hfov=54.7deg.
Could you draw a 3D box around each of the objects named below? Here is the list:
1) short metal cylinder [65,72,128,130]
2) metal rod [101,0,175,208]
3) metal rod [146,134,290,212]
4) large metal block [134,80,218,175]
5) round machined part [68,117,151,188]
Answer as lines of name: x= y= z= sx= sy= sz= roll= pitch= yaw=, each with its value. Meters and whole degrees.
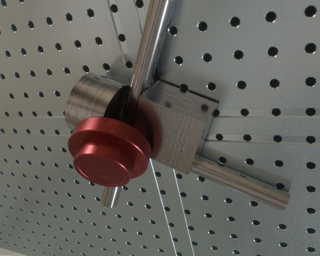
short metal cylinder: x=-0.075 y=-0.025 z=0.397 sx=0.050 sy=0.080 sz=0.079 roll=23 pitch=127 yaw=14
metal rod: x=-0.036 y=-0.013 z=0.396 sx=0.025 sy=0.025 sz=0.298 roll=25 pitch=120 yaw=12
metal rod: x=0.022 y=0.037 z=0.421 sx=0.301 sy=0.025 sz=0.025 roll=22 pitch=127 yaw=14
large metal block: x=0.016 y=-0.001 z=0.380 sx=0.080 sy=0.050 sz=0.079 roll=23 pitch=127 yaw=13
round machined part: x=-0.063 y=0.035 z=0.369 sx=0.098 sy=0.042 sz=0.097 roll=9 pitch=140 yaw=8
